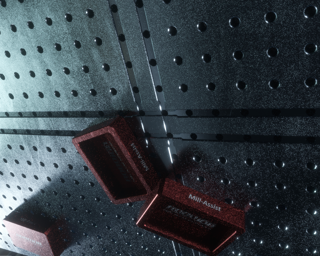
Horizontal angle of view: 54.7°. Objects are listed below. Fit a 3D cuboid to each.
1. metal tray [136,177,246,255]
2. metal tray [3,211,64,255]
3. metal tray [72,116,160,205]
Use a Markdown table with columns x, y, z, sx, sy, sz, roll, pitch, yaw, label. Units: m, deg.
| x | y | z | sx | sy | sz | roll | pitch | yaw | label |
| --- | --- | --- | --- | --- | --- | --- | --- | --- | --- |
| 0.043 | 0.130 | 0.443 | 0.131 | 0.030 | 0.089 | 24 | 129 | -7 | metal tray |
| -0.289 | 0.246 | 0.709 | 0.130 | 0.030 | 0.089 | 8 | 122 | 23 | metal tray |
| -0.064 | 0.053 | 0.472 | 0.090 | 0.030 | 0.130 | -18 | 109 | 34 | metal tray |
